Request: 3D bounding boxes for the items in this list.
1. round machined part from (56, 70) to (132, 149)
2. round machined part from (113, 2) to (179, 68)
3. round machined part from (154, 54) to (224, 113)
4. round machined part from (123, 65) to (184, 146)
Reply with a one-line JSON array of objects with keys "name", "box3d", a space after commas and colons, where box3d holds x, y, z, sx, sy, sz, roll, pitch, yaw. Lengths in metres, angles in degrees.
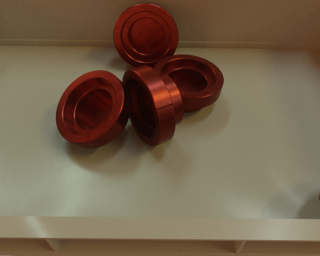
[{"name": "round machined part", "box3d": [-0.079, -0.020, 0.393, 0.098, 0.042, 0.098, -9, 66, 21]}, {"name": "round machined part", "box3d": [-0.021, -0.145, 0.486, 0.099, 0.097, 0.042, 1, 27, 0]}, {"name": "round machined part", "box3d": [0.037, -0.060, 0.441, 0.099, 0.042, 0.098, 4, 46, -4]}, {"name": "round machined part", "box3d": [-0.006, -0.030, 0.383, 0.042, 0.097, 0.098, -21, 53, -23]}]
